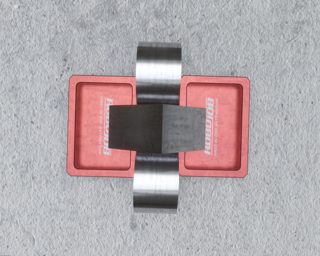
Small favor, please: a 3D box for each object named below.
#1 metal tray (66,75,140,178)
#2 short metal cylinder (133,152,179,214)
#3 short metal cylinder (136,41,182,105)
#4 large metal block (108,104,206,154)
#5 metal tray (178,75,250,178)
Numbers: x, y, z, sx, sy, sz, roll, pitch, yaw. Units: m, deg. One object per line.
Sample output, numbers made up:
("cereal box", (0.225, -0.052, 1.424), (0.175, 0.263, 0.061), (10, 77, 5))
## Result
("metal tray", (-0.072, -0.002, 0.408), (0.091, 0.030, 0.129), (2, 90, 0))
("short metal cylinder", (-0.004, 0.065, 0.383), (0.050, 0.080, 0.079), (2, 90, 0))
("short metal cylinder", (-0.001, -0.065, 0.383), (0.050, 0.080, 0.079), (2, 90, 0))
("large metal block", (-0.002, 0.000, 0.363), (0.080, 0.081, 0.050), (2, 91, 40))
("metal tray", (0.068, -0.002, 0.409), (0.091, 0.030, 0.129), (2, 90, 0))
